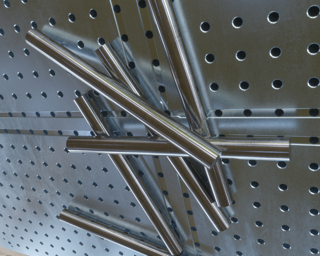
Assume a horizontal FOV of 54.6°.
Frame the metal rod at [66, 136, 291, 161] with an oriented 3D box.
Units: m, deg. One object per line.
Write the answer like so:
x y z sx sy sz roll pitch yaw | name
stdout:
0.002 0.023 0.390 0.300 0.025 0.025 0 118 28 | metal rod

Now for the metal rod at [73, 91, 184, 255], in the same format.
-0.042 0.079 0.483 0.025 0.025 0.299 -18 109 35 | metal rod

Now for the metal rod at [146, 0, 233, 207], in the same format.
0.039 -0.029 0.372 0.025 0.025 0.299 -7 115 31 | metal rod

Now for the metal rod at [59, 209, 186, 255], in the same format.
-0.057 0.208 0.570 0.301 0.025 0.025 14 124 20 | metal rod

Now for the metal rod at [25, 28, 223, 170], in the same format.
-0.057 -0.046 0.379 0.300 0.025 0.025 34 130 19 | metal rod

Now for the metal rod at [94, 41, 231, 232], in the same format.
0.010 0.020 0.418 0.025 0.025 0.299 -25 105 37 | metal rod
